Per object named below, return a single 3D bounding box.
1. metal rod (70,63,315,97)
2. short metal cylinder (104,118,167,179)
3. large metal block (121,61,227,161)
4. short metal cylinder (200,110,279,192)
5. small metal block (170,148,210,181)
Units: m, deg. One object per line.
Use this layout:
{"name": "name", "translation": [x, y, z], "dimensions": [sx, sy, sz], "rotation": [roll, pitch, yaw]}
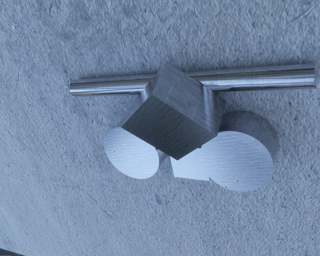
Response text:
{"name": "metal rod", "translation": [0.015, -0.053, 0.367], "dimensions": [0.300, 0.025, 0.025], "rotation": [1, 119, 27]}
{"name": "short metal cylinder", "translation": [-0.027, 0.022, 0.419], "dimensions": [0.080, 0.050, 0.079], "rotation": [13, 124, 21]}
{"name": "large metal block", "translation": [0.014, -0.015, 0.352], "dimensions": [0.080, 0.050, 0.080], "rotation": [31, 144, -13]}
{"name": "short metal cylinder", "translation": [0.093, 0.026, 0.359], "dimensions": [0.080, 0.050, 0.079], "rotation": [13, 124, 21]}
{"name": "small metal block", "translation": [0.042, 0.040, 0.412], "dimensions": [0.050, 0.025, 0.050], "rotation": [2, 120, 27]}
